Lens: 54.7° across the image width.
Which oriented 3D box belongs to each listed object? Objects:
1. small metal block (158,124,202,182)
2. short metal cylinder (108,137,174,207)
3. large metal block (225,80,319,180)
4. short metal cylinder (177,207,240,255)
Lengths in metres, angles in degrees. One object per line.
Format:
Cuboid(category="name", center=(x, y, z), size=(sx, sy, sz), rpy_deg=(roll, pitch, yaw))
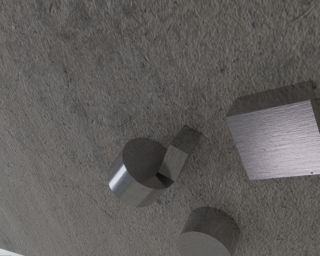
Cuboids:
Cuboid(category="small metal block", center=(0.026, 0.032, 0.397), size=(0.025, 0.050, 0.050), rpy_deg=(28, 128, 10))
Cuboid(category="short metal cylinder", center=(-0.024, 0.060, 0.421), size=(0.080, 0.080, 0.050), rpy_deg=(39, 129, 2))
Cuboid(category="large metal block", center=(0.126, 0.004, 0.327), size=(0.080, 0.050, 0.080), rpy_deg=(-12, 112, 33))
Cuboid(category="short metal cylinder", center=(0.071, 0.163, 0.454), size=(0.080, 0.050, 0.079), rpy_deg=(13, 124, 21))
